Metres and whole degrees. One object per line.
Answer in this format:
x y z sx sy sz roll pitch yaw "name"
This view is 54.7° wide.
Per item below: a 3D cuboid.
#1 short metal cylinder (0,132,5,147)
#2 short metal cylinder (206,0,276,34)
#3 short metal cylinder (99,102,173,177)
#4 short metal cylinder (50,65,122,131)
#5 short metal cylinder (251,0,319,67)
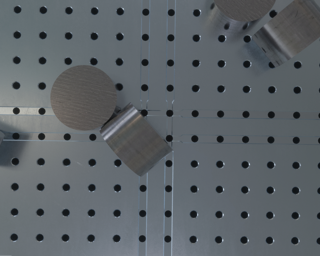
-0.244 0.020 0.384 0.080 0.080 0.050 22 90 0 "short metal cylinder"
0.103 -0.169 0.401 0.081 0.050 0.079 0 90 0 "short metal cylinder"
-0.029 0.014 0.386 0.050 0.080 0.080 -42 90 0 "short metal cylinder"
-0.092 -0.037 0.400 0.081 0.050 0.079 0 90 0 "short metal cylinder"
0.163 -0.121 0.387 0.080 0.080 0.050 -39 90 0 "short metal cylinder"
